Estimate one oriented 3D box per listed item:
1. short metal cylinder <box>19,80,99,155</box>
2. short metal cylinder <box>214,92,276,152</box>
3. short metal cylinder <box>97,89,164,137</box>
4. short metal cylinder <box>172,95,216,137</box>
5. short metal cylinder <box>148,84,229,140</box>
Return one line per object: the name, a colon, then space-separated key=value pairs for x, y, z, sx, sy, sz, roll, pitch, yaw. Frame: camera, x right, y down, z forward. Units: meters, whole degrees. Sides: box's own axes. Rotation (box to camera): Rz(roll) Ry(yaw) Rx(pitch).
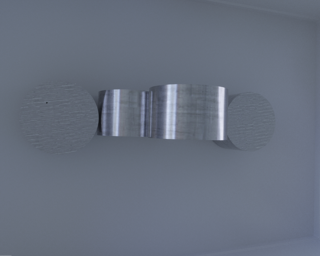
short metal cylinder: x=-0.114 y=-0.011 z=0.353 sx=0.081 sy=0.050 sz=0.080 roll=0 pitch=90 yaw=-20
short metal cylinder: x=0.113 y=-0.008 z=0.437 sx=0.081 sy=0.050 sz=0.080 roll=0 pitch=90 yaw=-20
short metal cylinder: x=-0.033 y=-0.016 z=0.367 sx=0.081 sy=0.080 sz=0.050 roll=2 pitch=89 yaw=-20
short metal cylinder: x=0.043 y=-0.013 z=0.395 sx=0.081 sy=0.080 sz=0.050 roll=2 pitch=89 yaw=-20
short metal cylinder: x=0.028 y=-0.014 z=0.317 sx=0.081 sy=0.080 sz=0.050 roll=2 pitch=89 yaw=-20
